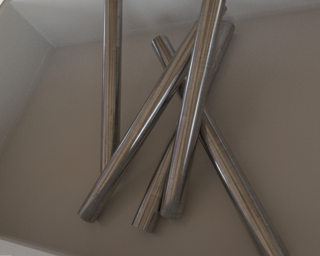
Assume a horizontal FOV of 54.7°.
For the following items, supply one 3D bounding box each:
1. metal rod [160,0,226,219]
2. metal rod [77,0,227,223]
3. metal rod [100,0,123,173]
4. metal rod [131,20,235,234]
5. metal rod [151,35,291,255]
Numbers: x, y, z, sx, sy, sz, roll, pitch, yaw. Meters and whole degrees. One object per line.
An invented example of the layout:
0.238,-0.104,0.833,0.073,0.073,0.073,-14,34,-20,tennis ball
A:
0.041,-0.050,0.334,0.025,0.025,0.298,13,94,33,metal rod
-0.013,-0.016,0.370,0.025,0.025,0.299,37,98,38,metal rod
-0.064,-0.090,0.413,0.025,0.025,0.298,-1,86,27,metal rod
0.037,-0.016,0.394,0.025,0.025,0.300,12,67,32,metal rod
0.053,0.001,0.352,0.025,0.025,0.299,-29,60,9,metal rod
